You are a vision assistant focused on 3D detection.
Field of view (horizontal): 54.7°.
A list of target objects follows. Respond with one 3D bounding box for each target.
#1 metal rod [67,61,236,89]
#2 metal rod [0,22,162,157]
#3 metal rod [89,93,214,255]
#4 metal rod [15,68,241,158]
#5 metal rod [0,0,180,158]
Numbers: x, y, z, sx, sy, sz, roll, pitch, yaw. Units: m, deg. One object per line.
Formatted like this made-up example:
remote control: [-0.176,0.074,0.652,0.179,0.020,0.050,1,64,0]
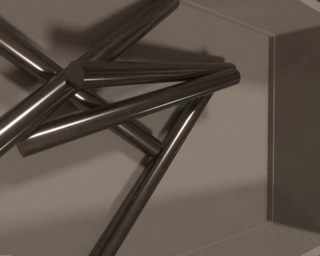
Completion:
metal rod: [0.019,-0.070,0.389,0.302,0.025,0.025,-14,100,-50]
metal rod: [-0.106,-0.050,0.318,0.301,0.025,0.025,38,67,-34]
metal rod: [-0.001,0.048,0.407,0.025,0.025,0.301,49,61,-29]
metal rod: [-0.010,-0.030,0.362,0.302,0.025,0.025,-21,104,-35]
metal rod: [-0.060,-0.079,0.331,0.301,0.025,0.025,-51,121,-37]
